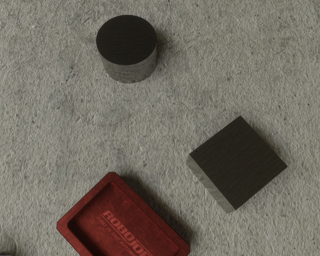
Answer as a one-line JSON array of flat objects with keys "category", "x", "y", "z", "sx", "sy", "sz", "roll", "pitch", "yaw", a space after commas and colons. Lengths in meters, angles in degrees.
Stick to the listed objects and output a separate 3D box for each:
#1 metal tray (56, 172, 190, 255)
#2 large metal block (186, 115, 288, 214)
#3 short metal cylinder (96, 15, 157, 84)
[{"category": "metal tray", "x": -0.042, "y": 0.126, "z": 0.358, "sx": 0.130, "sy": 0.030, "sz": 0.090, "roll": 42, "pitch": 75, "yaw": 13}, {"category": "large metal block", "x": 0.090, "y": 0.045, "z": 0.379, "sx": 0.080, "sy": 0.050, "sz": 0.080, "roll": -36, "pitch": 74, "yaw": -12}, {"category": "short metal cylinder", "x": -0.045, "y": -0.110, "z": 0.435, "sx": 0.081, "sy": 0.050, "sz": 0.080, "roll": 0, "pitch": 70, "yaw": 0}]
